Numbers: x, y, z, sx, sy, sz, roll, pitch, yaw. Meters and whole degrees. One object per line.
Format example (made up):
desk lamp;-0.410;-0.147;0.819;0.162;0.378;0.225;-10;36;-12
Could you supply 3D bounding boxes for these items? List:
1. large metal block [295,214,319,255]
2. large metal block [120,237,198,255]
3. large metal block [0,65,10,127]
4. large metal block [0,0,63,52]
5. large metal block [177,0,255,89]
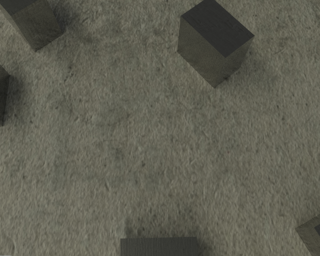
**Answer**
large metal block;0.219;0.131;0.350;0.080;0.050;0.080;-26;72;-9
large metal block;-0.001;0.161;0.336;0.081;0.050;0.080;-1;70;-1
large metal block;-0.255;-0.046;0.409;0.081;0.050;0.080;-3;70;-2
large metal block;-0.193;-0.169;0.438;0.050;0.080;0.080;-39;75;-13
large metal block;0.071;-0.114;0.421;0.050;0.080;0.080;-38;75;-13
